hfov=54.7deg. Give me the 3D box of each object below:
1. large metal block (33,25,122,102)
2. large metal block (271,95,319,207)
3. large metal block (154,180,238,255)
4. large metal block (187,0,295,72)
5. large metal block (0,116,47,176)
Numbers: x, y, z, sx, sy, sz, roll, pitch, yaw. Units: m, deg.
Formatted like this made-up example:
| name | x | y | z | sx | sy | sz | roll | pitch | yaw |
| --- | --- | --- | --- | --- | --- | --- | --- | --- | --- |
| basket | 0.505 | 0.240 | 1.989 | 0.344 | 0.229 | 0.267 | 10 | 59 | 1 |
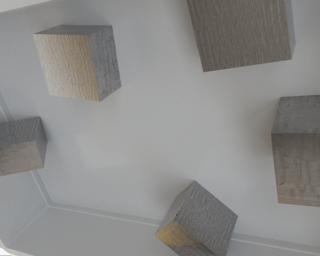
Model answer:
| name | x | y | z | sx | sy | sz | roll | pitch | yaw |
| --- | --- | --- | --- | --- | --- | --- | --- | --- | --- |
| large metal block | -0.102 | -0.084 | 0.392 | 0.080 | 0.050 | 0.079 | 9 | 122 | 23 |
| large metal block | 0.146 | 0.020 | 0.308 | 0.050 | 0.080 | 0.080 | -1 | 118 | 28 |
| large metal block | 0.052 | 0.134 | 0.428 | 0.080 | 0.080 | 0.050 | 40 | 129 | 1 |
| large metal block | 0.077 | -0.103 | 0.288 | 0.080 | 0.050 | 0.080 | -3 | 117 | 29 |
| large metal block | -0.228 | 0.028 | 0.487 | 0.081 | 0.080 | 0.050 | -10 | 120 | -10 |
